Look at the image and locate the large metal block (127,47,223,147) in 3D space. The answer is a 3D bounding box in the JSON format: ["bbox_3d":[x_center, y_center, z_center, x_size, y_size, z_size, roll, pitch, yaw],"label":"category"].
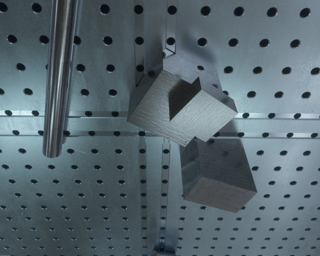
[{"bbox_3d":[0.017,-0.034,0.367,0.080,0.050,0.080,24,126,-20],"label":"large metal block"}]

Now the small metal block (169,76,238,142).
[{"bbox_3d":[0.045,-0.019,0.331,0.050,0.025,0.050,29,124,-23],"label":"small metal block"}]

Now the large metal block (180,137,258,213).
[{"bbox_3d":[0.077,0.062,0.430,0.081,0.080,0.050,18,128,-15],"label":"large metal block"}]

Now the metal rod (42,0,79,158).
[{"bbox_3d":[-0.111,-0.076,0.345,0.025,0.025,0.298,12,129,-11],"label":"metal rod"}]

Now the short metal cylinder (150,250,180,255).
[{"bbox_3d":[0.007,0.293,0.626,0.050,0.080,0.079,14,129,-12],"label":"short metal cylinder"}]
